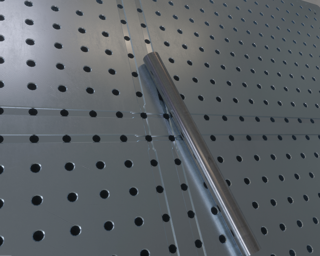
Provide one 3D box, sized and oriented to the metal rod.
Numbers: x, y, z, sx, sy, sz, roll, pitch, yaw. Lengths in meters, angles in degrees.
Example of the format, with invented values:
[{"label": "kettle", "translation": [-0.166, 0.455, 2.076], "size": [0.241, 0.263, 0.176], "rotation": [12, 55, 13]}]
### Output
[{"label": "metal rod", "translation": [0.049, 0.022, 0.420], "size": [0.025, 0.025, 0.299], "rotation": [-14, 69, -34]}]
